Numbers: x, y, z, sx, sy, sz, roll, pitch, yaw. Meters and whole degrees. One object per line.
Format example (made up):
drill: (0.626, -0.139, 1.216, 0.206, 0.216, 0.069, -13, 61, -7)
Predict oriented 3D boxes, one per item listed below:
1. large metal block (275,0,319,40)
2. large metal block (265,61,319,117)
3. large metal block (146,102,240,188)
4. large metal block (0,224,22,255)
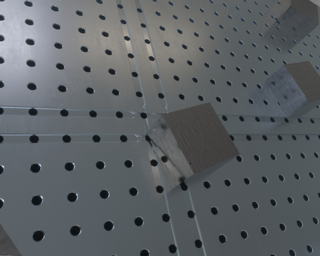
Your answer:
large metal block: (0.319, -0.267, 0.726, 0.080, 0.050, 0.080, 27, 52, -12)
large metal block: (0.257, -0.074, 0.574, 0.081, 0.050, 0.080, -14, 69, -34)
large metal block: (0.042, 0.020, 0.402, 0.081, 0.050, 0.080, -16, 70, -34)
large metal block: (-0.146, 0.116, 0.223, 0.081, 0.080, 0.050, -32, 80, -38)
